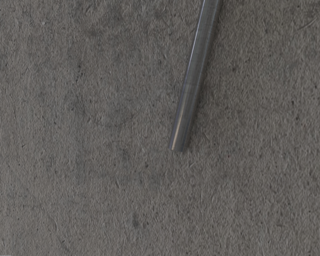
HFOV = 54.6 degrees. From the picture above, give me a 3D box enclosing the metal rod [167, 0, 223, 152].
[{"bbox_3d":[0.055,-0.117,0.389,0.025,0.025,0.298,15,95,19],"label":"metal rod"}]
